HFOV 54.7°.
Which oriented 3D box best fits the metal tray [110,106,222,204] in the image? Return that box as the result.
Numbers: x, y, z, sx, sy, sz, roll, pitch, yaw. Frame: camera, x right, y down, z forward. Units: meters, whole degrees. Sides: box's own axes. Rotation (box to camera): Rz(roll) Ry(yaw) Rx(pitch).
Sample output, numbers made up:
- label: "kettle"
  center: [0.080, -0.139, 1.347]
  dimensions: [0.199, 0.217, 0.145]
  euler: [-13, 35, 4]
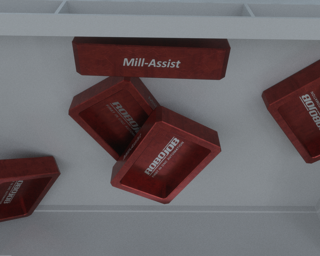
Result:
- label: "metal tray"
  center: [0.004, 0.041, 0.400]
  dimensions: [0.090, 0.030, 0.129]
  euler: [24, 126, -19]

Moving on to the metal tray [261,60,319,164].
- label: "metal tray"
  center: [0.201, -0.017, 0.392]
  dimensions: [0.090, 0.030, 0.130]
  euler: [-31, 124, 24]

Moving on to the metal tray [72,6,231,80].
- label: "metal tray"
  center: [-0.007, -0.084, 0.294]
  dimensions: [0.131, 0.090, 0.030]
  euler: [2, 130, -2]

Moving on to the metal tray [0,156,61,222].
- label: "metal tray"
  center: [-0.215, 0.093, 0.452]
  dimensions: [0.091, 0.030, 0.129]
  euler: [1, 140, -47]

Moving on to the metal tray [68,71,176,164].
- label: "metal tray"
  center: [-0.040, -0.004, 0.401]
  dimensions: [0.090, 0.030, 0.130]
  euler: [-25, 126, 20]
